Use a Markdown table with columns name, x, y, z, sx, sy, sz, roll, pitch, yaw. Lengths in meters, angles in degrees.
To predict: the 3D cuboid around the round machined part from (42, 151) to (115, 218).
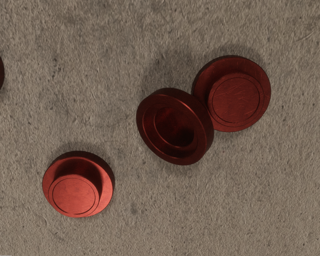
| name | x | y | z | sx | sy | sz | roll | pitch | yaw |
| --- | --- | --- | --- | --- | --- | --- | --- | --- | --- |
| round machined part | -0.114 | 0.084 | 0.430 | 0.099 | 0.042 | 0.097 | 0 | 110 | -1 |

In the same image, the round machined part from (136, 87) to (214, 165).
| name | x | y | z | sx | sy | sz | roll | pitch | yaw |
| --- | --- | --- | --- | --- | --- | --- | --- | --- | --- |
| round machined part | 0.022 | -0.005 | 0.383 | 0.098 | 0.042 | 0.097 | 20 | 130 | 26 |

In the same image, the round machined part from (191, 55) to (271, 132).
| name | x | y | z | sx | sy | sz | roll | pitch | yaw |
| --- | --- | --- | --- | --- | --- | --- | --- | --- | --- |
| round machined part | 0.090 | -0.039 | 0.388 | 0.099 | 0.042 | 0.097 | 0 | 110 | -1 |

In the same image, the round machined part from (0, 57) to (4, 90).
| name | x | y | z | sx | sy | sz | roll | pitch | yaw |
| --- | --- | --- | --- | --- | --- | --- | --- | --- | --- |
| round machined part | -0.247 | -0.069 | 0.372 | 0.099 | 0.042 | 0.097 | 0 | 110 | -1 |
